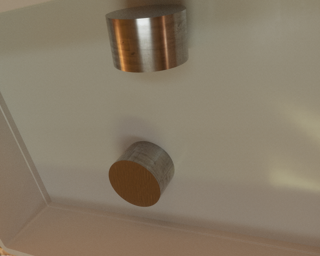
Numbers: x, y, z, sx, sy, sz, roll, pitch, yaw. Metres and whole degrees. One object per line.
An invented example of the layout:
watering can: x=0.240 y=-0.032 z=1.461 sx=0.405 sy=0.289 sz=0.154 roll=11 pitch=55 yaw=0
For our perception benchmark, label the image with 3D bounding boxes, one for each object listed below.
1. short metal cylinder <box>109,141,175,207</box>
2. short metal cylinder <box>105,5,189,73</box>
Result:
short metal cylinder: x=-0.026 y=0.066 z=0.445 sx=0.080 sy=0.050 sz=0.079 roll=13 pitch=124 yaw=20
short metal cylinder: x=-0.012 y=-0.095 z=0.320 sx=0.080 sy=0.080 sz=0.050 roll=8 pitch=122 yaw=23
